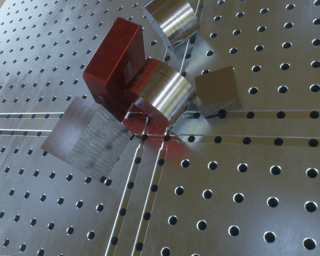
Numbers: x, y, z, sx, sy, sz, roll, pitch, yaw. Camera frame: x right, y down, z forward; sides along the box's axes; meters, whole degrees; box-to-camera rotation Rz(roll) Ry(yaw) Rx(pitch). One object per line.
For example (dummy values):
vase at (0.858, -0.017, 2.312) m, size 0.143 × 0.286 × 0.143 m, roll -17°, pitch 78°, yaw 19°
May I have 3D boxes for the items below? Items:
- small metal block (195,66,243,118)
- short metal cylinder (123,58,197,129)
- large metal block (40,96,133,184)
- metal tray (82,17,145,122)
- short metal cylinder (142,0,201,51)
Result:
small metal block at (0.075, -0.046, 0.398) m, size 0.050 × 0.025 × 0.050 m, roll -15°, pitch 56°, yaw 20°
short metal cylinder at (0.000, -0.043, 0.400) m, size 0.080 × 0.080 × 0.050 m, roll 31°, pitch 79°, yaw 38°
large metal block at (-0.093, 0.017, 0.412) m, size 0.050 × 0.080 × 0.080 m, roll 19°, pitch 72°, yaw 35°
metal tray at (-0.053, -0.070, 0.411) m, size 0.030 × 0.130 × 0.090 m, roll 24°, pitch 73°, yaw 9°
short metal cylinder at (0.017, -0.164, 0.465) m, size 0.050 × 0.080 × 0.080 m, roll -37°, pitch 51°, yaw 4°
